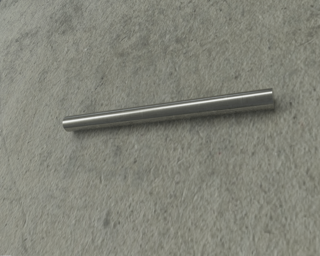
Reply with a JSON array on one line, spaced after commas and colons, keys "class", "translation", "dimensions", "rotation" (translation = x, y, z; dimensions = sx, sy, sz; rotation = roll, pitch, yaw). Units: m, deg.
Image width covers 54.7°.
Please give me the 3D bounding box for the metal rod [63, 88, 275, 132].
[{"class": "metal rod", "translation": [-0.006, -0.020, 0.417], "dimensions": [0.301, 0.025, 0.025], "rotation": [-6, 59, 24]}]
